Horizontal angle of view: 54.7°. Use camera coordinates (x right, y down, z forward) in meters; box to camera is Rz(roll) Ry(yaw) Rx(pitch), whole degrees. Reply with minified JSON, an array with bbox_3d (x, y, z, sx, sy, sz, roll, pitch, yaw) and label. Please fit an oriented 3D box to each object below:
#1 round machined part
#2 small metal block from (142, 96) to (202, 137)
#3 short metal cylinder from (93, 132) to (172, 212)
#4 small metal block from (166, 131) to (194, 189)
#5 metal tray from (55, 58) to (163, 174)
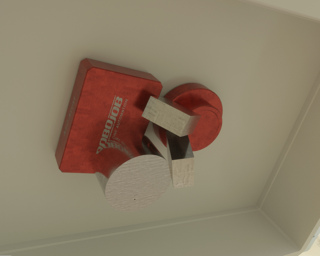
[{"bbox_3d":[0.044,-0.008,0.416,0.099,0.042,0.097,-14,125,-21],"label":"round machined part"},{"bbox_3d":[0.015,-0.014,0.358,0.025,0.050,0.050,-65,163,12],"label":"small metal block"},{"bbox_3d":[-0.033,0.051,0.367,0.081,0.050,0.079,-14,125,-21],"label":"short metal cylinder"},{"bbox_3d":[0.024,0.037,0.378,0.025,0.050,0.050,-7,130,-3],"label":"small metal block"},{"bbox_3d":[-0.061,-0.007,0.364,0.091,0.030,0.129,8,114,-32],"label":"metal tray"}]
